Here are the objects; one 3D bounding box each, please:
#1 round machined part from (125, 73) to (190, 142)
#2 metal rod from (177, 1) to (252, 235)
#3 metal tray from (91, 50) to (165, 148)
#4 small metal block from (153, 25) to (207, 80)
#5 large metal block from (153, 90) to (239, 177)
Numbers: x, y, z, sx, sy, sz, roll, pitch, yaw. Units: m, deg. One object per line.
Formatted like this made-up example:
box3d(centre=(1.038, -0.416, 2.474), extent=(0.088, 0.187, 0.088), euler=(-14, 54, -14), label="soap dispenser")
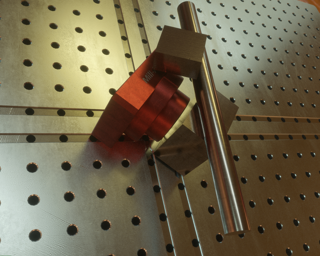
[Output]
box3d(centre=(0.000, -0.022, 0.381), extent=(0.042, 0.097, 0.098), euler=(37, 51, -5), label="round machined part")
box3d(centre=(0.054, -0.034, 0.357), extent=(0.025, 0.025, 0.299), euler=(7, 59, -25), label="metal rod")
box3d(centre=(-0.025, -0.044, 0.381), extent=(0.030, 0.090, 0.130), euler=(37, 51, -4), label="metal tray")
box3d(centre=(0.023, -0.086, 0.349), extent=(0.050, 0.025, 0.050), euler=(14, 52, 2), label="small metal block")
box3d(centre=(0.045, 0.004, 0.393), extent=(0.050, 0.080, 0.080), euler=(37, 51, -4), label="large metal block")
